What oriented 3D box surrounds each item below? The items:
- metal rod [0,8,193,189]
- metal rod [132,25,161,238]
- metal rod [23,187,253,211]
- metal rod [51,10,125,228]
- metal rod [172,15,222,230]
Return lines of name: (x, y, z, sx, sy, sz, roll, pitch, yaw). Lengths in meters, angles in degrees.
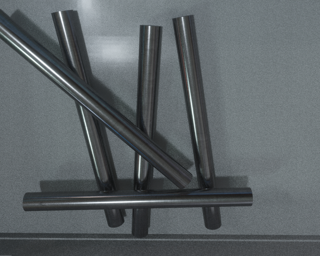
metal rod: (-0.075, -0.026, 0.373, 0.300, 0.025, 0.025, 41, 105, -14)
metal rod: (-0.021, 0.018, 0.417, 0.025, 0.025, 0.298, 3, 110, -2)
metal rod: (-0.029, 0.096, 0.418, 0.302, 0.025, 0.025, -1, 110, 0)
metal rod: (-0.090, 0.003, 0.411, 0.025, 0.025, 0.298, -9, 110, 3)
metal rod: (0.053, 0.007, 0.414, 0.025, 0.025, 0.298, -10, 110, 3)
